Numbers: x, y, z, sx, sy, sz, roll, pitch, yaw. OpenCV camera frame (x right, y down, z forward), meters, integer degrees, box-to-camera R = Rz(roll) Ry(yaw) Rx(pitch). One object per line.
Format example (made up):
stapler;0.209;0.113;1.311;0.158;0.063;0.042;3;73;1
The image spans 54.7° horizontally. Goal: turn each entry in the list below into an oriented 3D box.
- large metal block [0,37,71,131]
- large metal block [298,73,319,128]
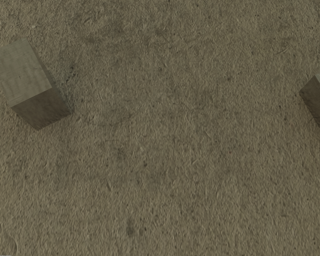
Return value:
large metal block;-0.165;-0.053;0.397;0.050;0.080;0.080;-29;73;-10
large metal block;0.249;-0.037;0.410;0.080;0.050;0.080;-19;71;-7
